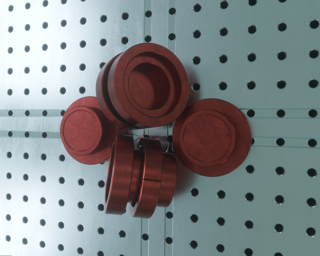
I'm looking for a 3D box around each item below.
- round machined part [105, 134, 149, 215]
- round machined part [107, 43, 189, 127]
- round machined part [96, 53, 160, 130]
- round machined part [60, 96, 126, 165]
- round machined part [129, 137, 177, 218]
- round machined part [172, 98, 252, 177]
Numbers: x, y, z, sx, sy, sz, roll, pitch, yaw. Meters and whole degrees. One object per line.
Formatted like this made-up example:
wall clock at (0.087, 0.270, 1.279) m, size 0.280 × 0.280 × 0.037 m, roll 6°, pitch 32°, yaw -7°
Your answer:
round machined part at (-0.041, 0.058, 0.384) m, size 0.042 × 0.098 × 0.097 m, roll 8°, pitch 93°, yaw -12°
round machined part at (-0.017, -0.049, 0.373) m, size 0.042 × 0.099 × 0.098 m, roll -9°, pitch 86°, yaw 60°
round machined part at (-0.035, -0.046, 0.399) m, size 0.042 × 0.099 × 0.098 m, roll -9°, pitch 86°, yaw 60°
round machined part at (-0.101, 0.004, 0.439) m, size 0.098 × 0.042 × 0.097 m, roll 0°, pitch 90°, yaw 20°
round machined part at (-0.009, 0.063, 0.387) m, size 0.042 × 0.098 × 0.097 m, roll 9°, pitch 94°, yaw -12°
round machined part at (0.062, 0.012, 0.382) m, size 0.098 × 0.042 × 0.097 m, roll 0°, pitch 90°, yaw 20°
